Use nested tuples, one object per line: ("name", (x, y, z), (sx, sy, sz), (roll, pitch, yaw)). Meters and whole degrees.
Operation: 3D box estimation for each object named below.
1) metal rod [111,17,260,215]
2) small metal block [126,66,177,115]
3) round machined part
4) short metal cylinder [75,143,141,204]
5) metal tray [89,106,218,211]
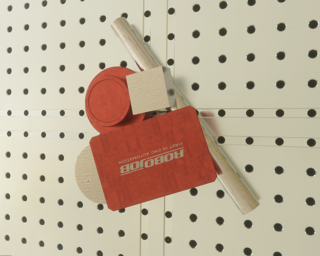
("metal rod", (0.026, -0.024, 0.400), (0.025, 0.025, 0.299), (-38, 78, 16))
("small metal block", (-0.010, -0.046, 0.387), (0.050, 0.025, 0.050), (-11, 89, 24))
("round machined part", (-0.061, -0.035, 0.420), (0.098, 0.042, 0.097), (0, 90, 21))
("short metal cylinder", (-0.066, 0.057, 0.418), (0.080, 0.050, 0.079), (0, 90, 20))
("metal tray", (-0.008, 0.036, 0.368), (0.131, 0.030, 0.090), (-18, 84, 6))
